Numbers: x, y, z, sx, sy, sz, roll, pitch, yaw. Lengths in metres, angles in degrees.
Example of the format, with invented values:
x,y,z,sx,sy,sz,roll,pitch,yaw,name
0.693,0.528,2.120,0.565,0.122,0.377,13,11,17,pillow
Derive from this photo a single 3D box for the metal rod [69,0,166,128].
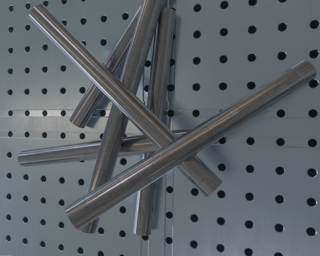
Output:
x,y,z,sx,sy,sz,roll,pitch,yaw,name
-0.038,-0.127,0.426,0.025,0.025,0.299,38,102,16,metal rod

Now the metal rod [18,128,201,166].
x,y,z,sx,sy,sz,roll,pitch,yaw,name
-0.081,0.029,0.423,0.300,0.025,0.025,-8,87,26,metal rod

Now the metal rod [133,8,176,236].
x,y,z,sx,sy,sz,roll,pitch,yaw,name
-0.008,-0.007,0.415,0.025,0.025,0.298,7,92,20,metal rod

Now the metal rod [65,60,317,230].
x,y,z,sx,sy,sz,roll,pitch,yaw,name
0.043,0.010,0.325,0.301,0.025,0.025,-31,79,-12,metal rod

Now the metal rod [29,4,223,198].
x,y,z,sx,sy,sz,roll,pitch,yaw,name
-0.046,-0.038,0.360,0.300,0.025,0.025,45,104,9,metal rod

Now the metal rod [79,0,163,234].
x,y,z,sx,sy,sz,roll,pitch,yaw,name
-0.049,-0.020,0.385,0.025,0.025,0.299,15,87,19,metal rod
